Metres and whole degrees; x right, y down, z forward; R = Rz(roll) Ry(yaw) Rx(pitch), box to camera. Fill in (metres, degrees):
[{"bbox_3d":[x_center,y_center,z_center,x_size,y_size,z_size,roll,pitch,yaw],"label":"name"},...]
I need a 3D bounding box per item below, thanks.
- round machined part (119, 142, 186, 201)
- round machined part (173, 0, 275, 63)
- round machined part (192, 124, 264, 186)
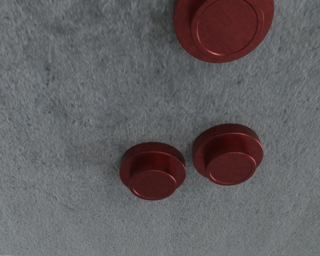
[{"bbox_3d":[-0.010,0.070,0.456,0.099,0.042,0.097,-1,130,0],"label":"round machined part"},{"bbox_3d":[0.063,-0.107,0.306,0.099,0.042,0.097,-1,130,0],"label":"round machined part"},{"bbox_3d":[0.096,0.044,0.435,0.099,0.042,0.097,-1,130,0],"label":"round machined part"}]
